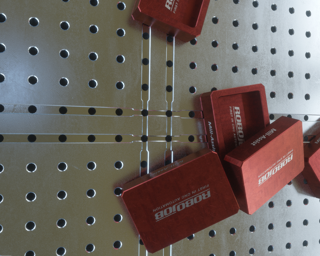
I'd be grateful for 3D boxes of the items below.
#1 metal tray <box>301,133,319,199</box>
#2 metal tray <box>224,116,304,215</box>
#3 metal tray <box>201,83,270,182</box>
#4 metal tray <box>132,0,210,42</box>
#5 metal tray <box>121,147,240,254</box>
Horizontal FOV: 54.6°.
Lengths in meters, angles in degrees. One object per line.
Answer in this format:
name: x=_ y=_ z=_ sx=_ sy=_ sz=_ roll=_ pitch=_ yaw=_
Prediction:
metal tray: x=0.295 y=0.048 z=0.518 sx=0.131 sy=0.030 sz=0.090 roll=-37 pitch=102 yaw=-16
metal tray: x=0.153 y=0.050 z=0.441 sx=0.131 sy=0.030 sz=0.090 roll=-30 pitch=119 yaw=-26
metal tray: x=0.115 y=0.006 z=0.451 sx=0.091 sy=0.030 sz=0.129 roll=-11 pitch=94 yaw=-20
metal tray: x=0.025 y=-0.194 z=0.418 sx=0.091 sy=0.030 sz=0.130 roll=18 pitch=84 yaw=-19
metal tray: x=0.026 y=0.092 z=0.404 sx=0.131 sy=0.030 sz=0.090 roll=-24 pitch=98 yaw=-5
